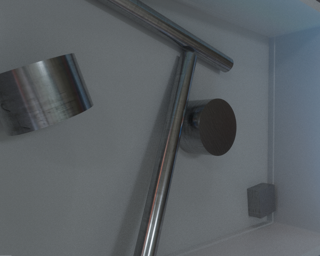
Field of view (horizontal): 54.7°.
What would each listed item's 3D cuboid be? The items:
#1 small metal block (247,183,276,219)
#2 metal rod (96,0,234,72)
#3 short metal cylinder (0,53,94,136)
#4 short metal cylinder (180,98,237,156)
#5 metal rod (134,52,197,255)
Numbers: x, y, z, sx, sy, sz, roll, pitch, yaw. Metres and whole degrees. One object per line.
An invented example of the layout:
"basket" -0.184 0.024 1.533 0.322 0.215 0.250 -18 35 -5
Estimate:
"small metal block" 0.186 0.132 0.567 0.050 0.025 0.050 -8 95 -40
"metal rod" -0.004 -0.137 0.404 0.302 0.025 0.025 18 79 -39
"short metal cylinder" -0.108 -0.032 0.281 0.081 0.080 0.050 -29 109 -37
"short metal cylinder" 0.066 -0.001 0.448 0.081 0.050 0.079 0 90 -40
"metal rod" 0.009 0.034 0.390 0.025 0.025 0.299 30 64 -37
